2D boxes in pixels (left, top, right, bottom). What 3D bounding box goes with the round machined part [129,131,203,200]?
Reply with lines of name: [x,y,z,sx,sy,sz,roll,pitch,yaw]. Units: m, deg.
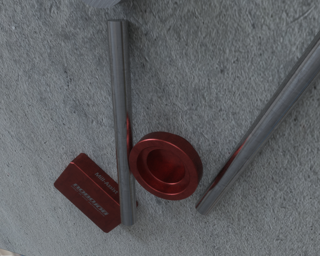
round machined part: [0.011,0.047,0.419,0.098,0.042,0.097,13,124,21]

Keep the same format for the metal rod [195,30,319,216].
metal rod: [0.112,0.008,0.353,0.025,0.025,0.298,31,128,8]

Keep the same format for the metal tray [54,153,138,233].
metal tray: [-0.112,0.114,0.533,0.130,0.030,0.090,43,129,-2]

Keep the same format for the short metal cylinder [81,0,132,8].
short metal cylinder: [-0.051,-0.168,0.314,0.080,0.050,0.079,13,124,21]

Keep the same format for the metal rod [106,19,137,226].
metal rod: [-0.049,0.010,0.421,0.025,0.025,0.298,11,118,22]
